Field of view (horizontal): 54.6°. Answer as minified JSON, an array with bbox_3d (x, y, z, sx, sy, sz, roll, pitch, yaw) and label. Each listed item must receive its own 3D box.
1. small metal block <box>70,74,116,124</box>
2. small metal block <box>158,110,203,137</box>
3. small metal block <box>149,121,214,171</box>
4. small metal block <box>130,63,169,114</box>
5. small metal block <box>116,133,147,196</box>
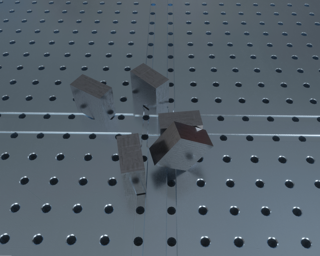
[{"bbox_3d":[-0.091,-0.039,0.424,0.050,0.050,0.025,26,55,20],"label":"small metal block"},{"bbox_3d":[0.024,0.006,0.386,0.050,0.050,0.025,-5,49,-4],"label":"small metal block"},{"bbox_3d":[0.024,0.022,0.360,0.050,0.050,0.025,14,41,-36],"label":"small metal block"},{"bbox_3d":[-0.014,-0.055,0.438,0.050,0.050,0.025,37,59,27],"label":"small metal block"},{"bbox_3d":[-0.032,0.042,0.356,0.025,0.050,0.050,-8,51,-7],"label":"small metal block"}]
